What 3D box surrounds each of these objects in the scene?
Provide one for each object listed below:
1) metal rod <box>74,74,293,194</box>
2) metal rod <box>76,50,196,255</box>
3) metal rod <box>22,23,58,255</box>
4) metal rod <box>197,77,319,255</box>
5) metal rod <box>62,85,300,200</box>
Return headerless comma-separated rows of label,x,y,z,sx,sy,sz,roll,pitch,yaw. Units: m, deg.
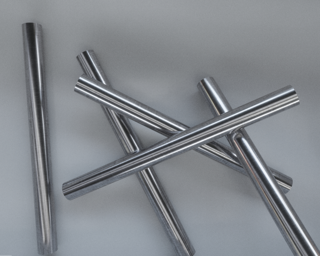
metal rod,0.035,0.011,0.397,0.301,0.025,0.025,26,90,-6
metal rod,-0.032,0.036,0.411,0.025,0.025,0.299,-27,90,0
metal rod,-0.159,0.014,0.409,0.025,0.025,0.298,-4,90,-1
metal rod,0.120,0.063,0.353,0.025,0.025,0.299,-25,66,0
metal rod,0.015,0.023,0.375,0.301,0.025,0.025,-24,90,11
